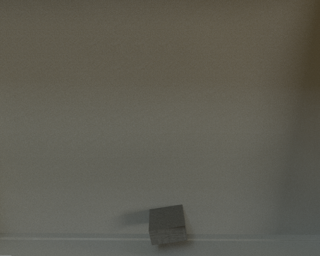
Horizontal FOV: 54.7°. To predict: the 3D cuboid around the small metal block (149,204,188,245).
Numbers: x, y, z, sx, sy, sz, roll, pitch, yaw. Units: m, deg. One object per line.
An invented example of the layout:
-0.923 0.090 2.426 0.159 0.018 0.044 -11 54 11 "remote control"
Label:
0.011 0.140 0.450 0.050 0.050 0.025 -9 110 3 "small metal block"
